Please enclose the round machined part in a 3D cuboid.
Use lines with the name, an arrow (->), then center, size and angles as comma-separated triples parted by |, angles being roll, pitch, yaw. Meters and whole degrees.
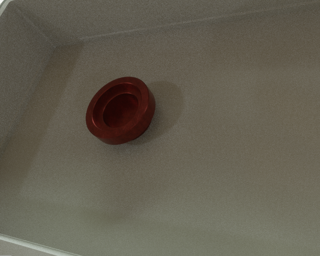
round machined part -> -0.050, -0.020, 0.432 | 0.098, 0.042, 0.098 | -13, 56, 20
